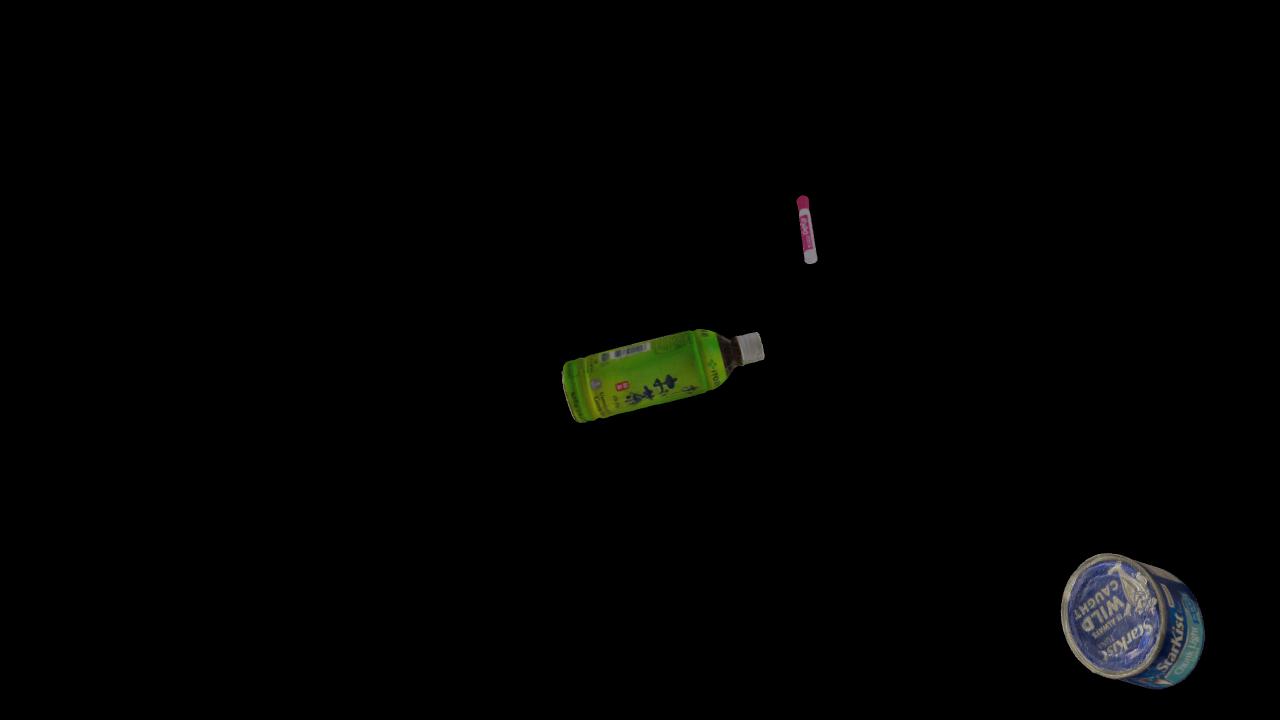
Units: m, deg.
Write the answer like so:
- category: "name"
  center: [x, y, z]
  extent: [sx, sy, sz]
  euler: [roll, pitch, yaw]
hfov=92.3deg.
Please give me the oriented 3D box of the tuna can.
- category: "tuna can"
  center: [0.343, 0.183, 0.432]
  extent: [0.034, 0.084, 0.084]
  euler: [18, -1, -2]

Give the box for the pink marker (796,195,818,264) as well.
- category: "pink marker"
  center: [0.256, -0.203, 0.945]
  extent: [0.020, 0.121, 0.020]
  euler: [0, -25, 0]

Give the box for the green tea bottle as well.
- category: "green tea bottle"
  center: [0.025, 0.010, 0.655]
  extent: [0.212, 0.073, 0.073]
  euler: [-16, -2, 6]
